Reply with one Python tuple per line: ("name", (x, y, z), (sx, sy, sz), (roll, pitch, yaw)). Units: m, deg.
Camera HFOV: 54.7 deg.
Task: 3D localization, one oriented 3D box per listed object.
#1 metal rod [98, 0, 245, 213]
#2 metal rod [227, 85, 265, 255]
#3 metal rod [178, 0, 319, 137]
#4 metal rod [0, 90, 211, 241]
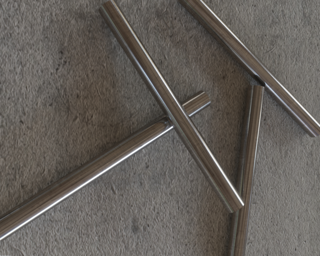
("metal rod", (0.015, -0.025, 0.389), (0.025, 0.025, 0.299), (-33, 92, -17))
("metal rod", (0.123, 0.087, 0.454), (0.025, 0.025, 0.298), (9, 87, -20))
("metal rod", (0.143, -0.088, 0.461), (0.300, 0.025, 0.025), (40, 77, -16))
("metal rod", (-0.059, 0.036, 0.387), (0.302, 0.025, 0.025), (-33, 101, -17))
